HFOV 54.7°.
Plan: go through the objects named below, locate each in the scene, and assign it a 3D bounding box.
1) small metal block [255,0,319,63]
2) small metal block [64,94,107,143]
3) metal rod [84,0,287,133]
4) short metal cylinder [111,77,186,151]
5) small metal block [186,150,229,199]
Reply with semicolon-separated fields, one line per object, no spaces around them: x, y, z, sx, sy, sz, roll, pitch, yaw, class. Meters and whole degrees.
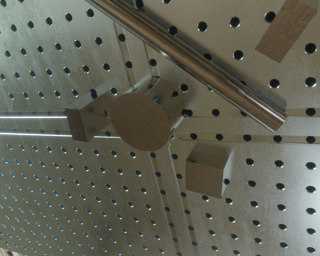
0.114;-0.093;0.278;0.025;0.050;0.050;33;128;7;small metal block
-0.103;-0.015;0.438;0.025;0.050;0.050;8;122;24;small metal block
0.009;-0.093;0.347;0.301;0.025;0.025;36;129;3;metal rod
-0.014;-0.018;0.390;0.080;0.050;0.079;13;124;20;short metal cylinder
0.062;0.062;0.416;0.050;0.025;0.050;11;123;22;small metal block
